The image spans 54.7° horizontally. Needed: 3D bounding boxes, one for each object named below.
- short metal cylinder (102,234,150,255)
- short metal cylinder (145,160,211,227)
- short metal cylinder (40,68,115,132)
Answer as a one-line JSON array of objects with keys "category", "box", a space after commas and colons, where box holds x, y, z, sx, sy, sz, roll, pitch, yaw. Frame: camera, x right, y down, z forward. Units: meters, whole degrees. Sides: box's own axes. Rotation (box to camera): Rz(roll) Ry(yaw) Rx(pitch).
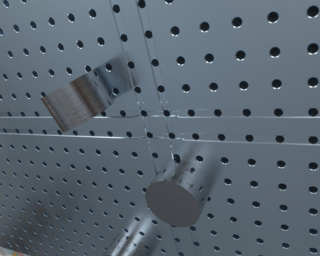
[{"category": "short metal cylinder", "box": [-0.065, 0.249, 0.583, 0.080, 0.050, 0.079, 13, 124, 21]}, {"category": "short metal cylinder", "box": [0.026, 0.092, 0.438, 0.080, 0.050, 0.079, 13, 124, 21]}, {"category": "short metal cylinder", "box": [-0.108, -0.037, 0.410, 0.080, 0.080, 0.050, -18, 109, 35]}]
